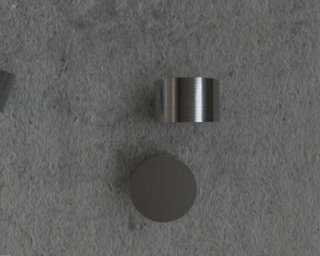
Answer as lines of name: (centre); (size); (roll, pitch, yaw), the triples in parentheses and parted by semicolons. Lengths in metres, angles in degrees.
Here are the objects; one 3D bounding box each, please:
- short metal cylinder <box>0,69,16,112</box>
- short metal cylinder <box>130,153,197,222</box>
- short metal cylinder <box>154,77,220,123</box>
short metal cylinder: (-0.227, -0.056, 0.379); (0.080, 0.080, 0.050); (19, 90, -1)
short metal cylinder: (0.004, 0.074, 0.398); (0.081, 0.050, 0.079); (0, 90, -1)
short metal cylinder: (0.033, -0.032, 0.383); (0.081, 0.080, 0.050); (0, 90, -1)
